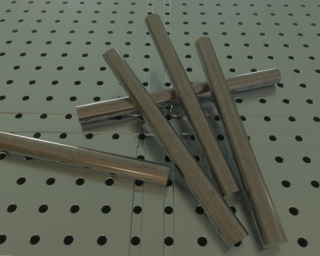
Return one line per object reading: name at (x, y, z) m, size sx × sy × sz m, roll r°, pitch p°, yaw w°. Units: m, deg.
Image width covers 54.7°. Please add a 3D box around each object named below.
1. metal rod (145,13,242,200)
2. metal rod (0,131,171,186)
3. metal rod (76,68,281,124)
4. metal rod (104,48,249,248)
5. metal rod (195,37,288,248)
metal rod at (0.034, -0.047, 0.417) m, size 0.025 × 0.025 × 0.299 m, roll -14°, pitch 61°, yaw -12°
metal rod at (-0.136, 0.028, 0.381) m, size 0.301 × 0.025 × 0.025 m, roll 10°, pitch 51°, yaw 8°
metal rod at (0.034, -0.049, 0.448) m, size 0.302 × 0.025 × 0.025 m, roll -12°, pitch 51°, yaw -11°
metal rod at (0.005, 0.005, 0.381) m, size 0.025 × 0.025 × 0.299 m, roll -24°, pitch 61°, yaw -19°
metal rod at (0.091, -0.006, 0.392) m, size 0.025 × 0.025 × 0.299 m, roll -7°, pitch 57°, yaw -7°
